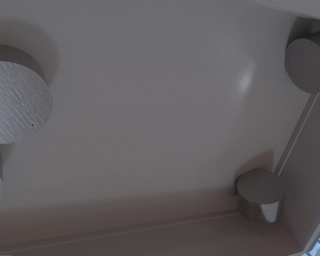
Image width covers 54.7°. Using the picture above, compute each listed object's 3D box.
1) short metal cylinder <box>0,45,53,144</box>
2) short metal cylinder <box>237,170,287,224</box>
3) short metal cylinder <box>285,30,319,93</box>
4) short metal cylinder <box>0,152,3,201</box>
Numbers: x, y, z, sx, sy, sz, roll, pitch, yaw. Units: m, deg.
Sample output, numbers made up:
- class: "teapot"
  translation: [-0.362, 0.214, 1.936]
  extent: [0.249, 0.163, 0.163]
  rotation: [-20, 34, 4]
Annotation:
- class: "short metal cylinder"
  translation: [-0.147, -0.032, 0.292]
  extent: [0.081, 0.050, 0.079]
  rotation: [-14, 124, -21]
- class: "short metal cylinder"
  translation: [0.177, 0.119, 0.543]
  extent: [0.081, 0.080, 0.050]
  rotation: [-21, 127, -16]
- class: "short metal cylinder"
  translation: [0.225, -0.095, 0.437]
  extent: [0.050, 0.080, 0.080]
  rotation: [-24, 127, -14]
- class: "short metal cylinder"
  translation: [-0.204, 0.050, 0.312]
  extent: [0.081, 0.050, 0.079]
  rotation: [-14, 124, -21]
